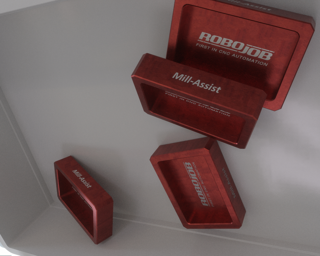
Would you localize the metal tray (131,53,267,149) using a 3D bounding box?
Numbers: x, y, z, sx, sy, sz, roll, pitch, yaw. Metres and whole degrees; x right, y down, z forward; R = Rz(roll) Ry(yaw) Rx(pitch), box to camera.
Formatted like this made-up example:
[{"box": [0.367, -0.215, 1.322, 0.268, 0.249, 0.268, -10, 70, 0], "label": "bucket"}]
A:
[{"box": [0.040, -0.026, 0.337, 0.130, 0.030, 0.090, 21, 161, 15], "label": "metal tray"}]

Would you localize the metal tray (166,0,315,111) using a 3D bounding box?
[{"box": [0.074, -0.080, 0.316, 0.130, 0.030, 0.089, 21, 126, 15], "label": "metal tray"}]

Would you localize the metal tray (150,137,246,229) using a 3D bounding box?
[{"box": [0.053, 0.080, 0.426, 0.090, 0.030, 0.129, -13, 112, 33], "label": "metal tray"}]

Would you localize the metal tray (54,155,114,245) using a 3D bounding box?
[{"box": [-0.128, 0.116, 0.512, 0.130, 0.030, 0.089, 35, 132, 35], "label": "metal tray"}]
